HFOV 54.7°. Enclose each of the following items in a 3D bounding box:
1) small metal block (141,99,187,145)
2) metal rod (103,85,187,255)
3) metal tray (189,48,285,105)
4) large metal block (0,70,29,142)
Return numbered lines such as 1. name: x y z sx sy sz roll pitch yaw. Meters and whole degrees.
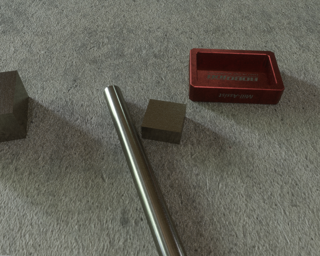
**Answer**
1. small metal block: 0.006 -0.009 0.411 0.050 0.025 0.050 9 51 7
2. metal rod: -0.019 0.056 0.355 0.025 0.025 0.299 -15 52 -13
3. metal tray: 0.110 -0.080 0.468 0.131 0.030 0.090 3 50 1
4. large metal block: -0.223 -0.026 0.406 0.081 0.050 0.080 -10 51 -9
